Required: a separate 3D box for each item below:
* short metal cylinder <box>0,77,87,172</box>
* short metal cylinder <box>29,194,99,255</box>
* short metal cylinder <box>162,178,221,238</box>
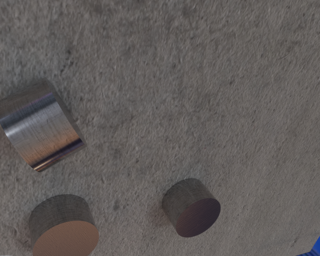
[{"bbox_3d":[-0.115,-0.003,0.307,0.050,0.080,0.080,-30,129,-9],"label":"short metal cylinder"},{"bbox_3d":[-0.126,0.134,0.406,0.081,0.050,0.079,-14,125,-21],"label":"short metal cylinder"},{"bbox_3d":[0.050,0.128,0.499,0.081,0.050,0.079,-14,125,-21],"label":"short metal cylinder"}]
